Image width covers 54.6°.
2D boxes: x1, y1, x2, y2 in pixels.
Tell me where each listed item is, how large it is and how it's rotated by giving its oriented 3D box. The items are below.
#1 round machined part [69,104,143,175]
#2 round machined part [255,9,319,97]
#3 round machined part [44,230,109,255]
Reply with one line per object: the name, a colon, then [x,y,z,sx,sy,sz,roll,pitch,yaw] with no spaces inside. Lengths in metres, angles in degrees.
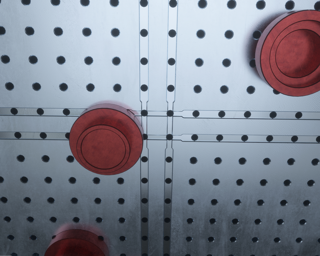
round machined part: [-0.072,0.020,0.411,0.099,0.042,0.097,0,110,0]
round machined part: [0.163,-0.090,0.372,0.099,0.042,0.097,0,110,0]
round machined part: [-0.131,0.211,0.481,0.099,0.042,0.097,0,110,0]
